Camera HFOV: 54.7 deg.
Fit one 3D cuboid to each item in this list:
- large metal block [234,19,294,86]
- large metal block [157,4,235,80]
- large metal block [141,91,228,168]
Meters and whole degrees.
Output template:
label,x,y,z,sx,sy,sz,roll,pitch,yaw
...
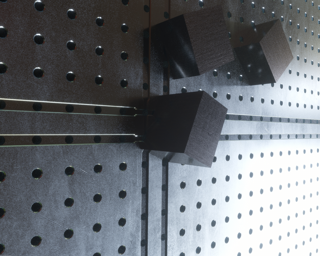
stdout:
label,x,y,z,sx,sy,sz,roll,pitch,yaw
large metal block,0.187,-0.134,0.553,0.080,0.050,0.080,-48,119,-29
large metal block,0.053,-0.121,0.439,0.081,0.050,0.080,-29,108,-36
large metal block,0.031,0.002,0.401,0.050,0.080,0.080,31,71,-36
